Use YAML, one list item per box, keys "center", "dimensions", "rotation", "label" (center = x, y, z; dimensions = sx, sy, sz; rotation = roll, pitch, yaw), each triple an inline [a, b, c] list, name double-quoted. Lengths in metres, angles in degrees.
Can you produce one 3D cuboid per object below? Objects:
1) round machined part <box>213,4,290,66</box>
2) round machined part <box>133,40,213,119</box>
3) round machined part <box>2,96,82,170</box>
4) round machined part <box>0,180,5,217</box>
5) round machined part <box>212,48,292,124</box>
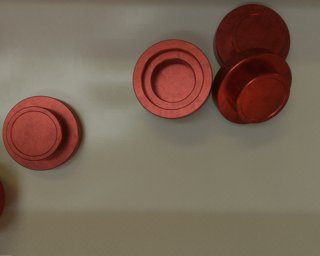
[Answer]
- center: [0.122, -0.114, 0.405]
  dimensions: [0.099, 0.042, 0.097]
  rotation: [0, 90, -1]
  label: "round machined part"
- center: [0.018, -0.059, 0.398]
  dimensions: [0.098, 0.042, 0.097]
  rotation: [0, 88, 9]
  label: "round machined part"
- center: [-0.155, 0.007, 0.401]
  dimensions: [0.099, 0.042, 0.097]
  rotation: [0, 90, -1]
  label: "round machined part"
- center: [-0.250, 0.090, 0.386]
  dimensions: [0.099, 0.042, 0.097]
  rotation: [1, 88, -30]
  label: "round machined part"
- center: [0.117, -0.044, 0.380]
  dimensions: [0.099, 0.042, 0.097]
  rotation: [-8, 126, -11]
  label: "round machined part"
